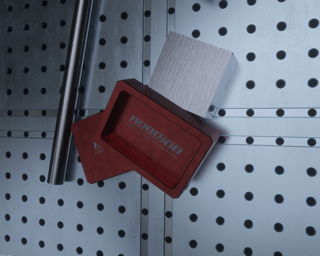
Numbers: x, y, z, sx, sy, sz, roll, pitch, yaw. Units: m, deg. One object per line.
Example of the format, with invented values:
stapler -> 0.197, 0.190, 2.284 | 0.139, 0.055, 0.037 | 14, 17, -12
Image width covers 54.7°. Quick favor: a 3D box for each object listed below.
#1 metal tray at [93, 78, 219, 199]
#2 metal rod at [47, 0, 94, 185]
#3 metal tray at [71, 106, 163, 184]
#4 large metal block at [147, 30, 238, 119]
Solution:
metal tray -> -0.008, 0.011, 0.369 | 0.130, 0.030, 0.089 | 34, 114, 14
metal rod -> -0.132, -0.064, 0.458 | 0.025, 0.025, 0.298 | 11, 94, 19
metal tray -> -0.051, 0.016, 0.428 | 0.130, 0.030, 0.090 | -21, 83, 18
large metal block -> 0.040, -0.064, 0.385 | 0.080, 0.050, 0.080 | 25, 98, 18
